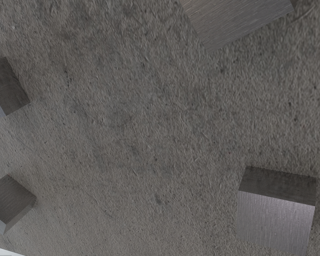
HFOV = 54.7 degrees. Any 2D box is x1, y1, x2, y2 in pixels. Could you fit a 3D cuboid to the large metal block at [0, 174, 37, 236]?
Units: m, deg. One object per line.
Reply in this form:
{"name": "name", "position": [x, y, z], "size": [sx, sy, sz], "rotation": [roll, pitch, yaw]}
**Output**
{"name": "large metal block", "position": [-0.318, 0.156, 0.635], "size": [0.080, 0.080, 0.050], "rotation": [38, 129, 3]}

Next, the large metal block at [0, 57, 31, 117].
{"name": "large metal block", "position": [-0.271, -0.060, 0.497], "size": [0.080, 0.050, 0.080], "rotation": [-9, 114, 32]}

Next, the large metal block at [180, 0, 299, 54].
{"name": "large metal block", "position": [0.066, -0.126, 0.278], "size": [0.080, 0.050, 0.080], "rotation": [-22, 107, 36]}

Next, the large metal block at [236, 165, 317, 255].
{"name": "large metal block", "position": [0.140, 0.099, 0.378], "size": [0.080, 0.050, 0.079], "rotation": [8, 122, 24]}
